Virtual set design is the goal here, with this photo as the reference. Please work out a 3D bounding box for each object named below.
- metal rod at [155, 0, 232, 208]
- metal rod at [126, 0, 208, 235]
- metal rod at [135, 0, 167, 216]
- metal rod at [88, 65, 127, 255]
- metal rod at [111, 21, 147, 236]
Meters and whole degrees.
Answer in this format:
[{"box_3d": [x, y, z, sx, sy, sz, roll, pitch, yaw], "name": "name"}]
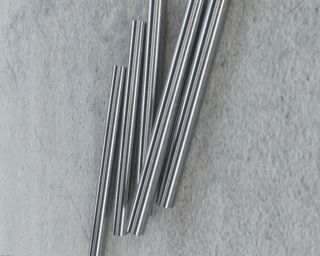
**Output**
[{"box_3d": [0.042, -0.045, 0.368, 0.025, 0.025, 0.298, 23, 104, 37], "name": "metal rod"}, {"box_3d": [0.007, -0.012, 0.381, 0.025, 0.025, 0.298, 20, 98, 38], "name": "metal rod"}, {"box_3d": [-0.012, -0.032, 0.413, 0.025, 0.025, 0.298, 7, 94, 39], "name": "metal rod"}, {"box_3d": [-0.078, 0.058, 0.466, 0.025, 0.025, 0.298, 15, 99, 39], "name": "metal rod"}, {"box_3d": [-0.042, 0.004, 0.437, 0.025, 0.025, 0.298, 10, 96, 39], "name": "metal rod"}]
